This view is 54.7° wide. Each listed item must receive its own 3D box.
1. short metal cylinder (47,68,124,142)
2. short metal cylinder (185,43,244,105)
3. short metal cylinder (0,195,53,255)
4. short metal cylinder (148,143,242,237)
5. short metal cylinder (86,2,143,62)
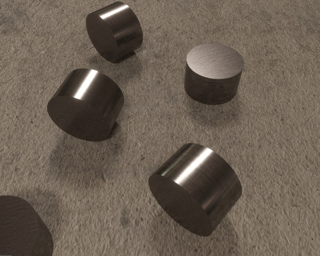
[{"bbox_3d":[-0.092,-0.028,0.390,0.080,0.080,0.050,12,51,10],"label":"short metal cylinder"},{"bbox_3d":[0.078,-0.080,0.455,0.081,0.050,0.080,0,50,0],"label":"short metal cylinder"},{"bbox_3d":[-0.148,0.111,0.292,0.081,0.050,0.080,0,50,0],"label":"short metal cylinder"},{"bbox_3d":[0.035,0.062,0.316,0.080,0.080,0.050,34,58,25],"label":"short metal cylinder"},{"bbox_3d":[-0.073,-0.153,0.496,0.050,0.080,0.080,-37,59,-27],"label":"short metal cylinder"}]
